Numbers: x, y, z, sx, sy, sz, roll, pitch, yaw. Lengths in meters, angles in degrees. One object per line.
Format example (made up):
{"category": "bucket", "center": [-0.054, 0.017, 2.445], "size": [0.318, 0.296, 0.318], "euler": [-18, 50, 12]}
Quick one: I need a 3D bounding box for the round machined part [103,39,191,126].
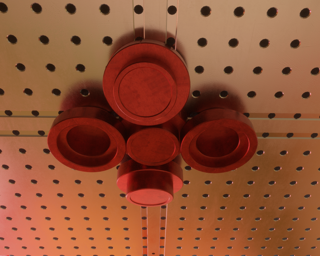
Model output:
{"category": "round machined part", "center": [-0.015, -0.046, 0.346], "size": [0.099, 0.042, 0.097], "euler": [0, 116, 1]}

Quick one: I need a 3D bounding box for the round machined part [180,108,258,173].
{"category": "round machined part", "center": [0.075, 0.012, 0.412], "size": [0.099, 0.042, 0.097], "euler": [-1, 130, 0]}

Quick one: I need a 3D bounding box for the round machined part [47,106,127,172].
{"category": "round machined part", "center": [-0.092, 0.011, 0.408], "size": [0.099, 0.042, 0.097], "euler": [-1, 130, 0]}

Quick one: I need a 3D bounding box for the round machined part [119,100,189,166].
{"category": "round machined part", "center": [-0.009, 0.012, 0.410], "size": [0.099, 0.042, 0.097], "euler": [-1, 130, 0]}

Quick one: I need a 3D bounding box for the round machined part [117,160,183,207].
{"category": "round machined part", "center": [-0.015, 0.085, 0.457], "size": [0.099, 0.042, 0.098], "euler": [0, 145, 0]}
